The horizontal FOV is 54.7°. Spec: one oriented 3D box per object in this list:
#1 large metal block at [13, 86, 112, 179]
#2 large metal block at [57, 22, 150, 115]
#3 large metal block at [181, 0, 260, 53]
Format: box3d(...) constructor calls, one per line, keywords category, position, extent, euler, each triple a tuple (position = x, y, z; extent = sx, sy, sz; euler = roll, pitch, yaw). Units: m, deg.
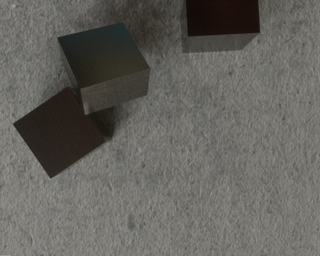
box3d(category="large metal block", position=(-0.120, 0.005, 0.395), extent=(0.080, 0.050, 0.080), euler=(-34, 91, 1))
box3d(category="large metal block", position=(-0.067, -0.073, 0.371), extent=(0.081, 0.050, 0.080), euler=(-20, 64, -18))
box3d(category="large metal block", position=(0.070, -0.129, 0.383), extent=(0.081, 0.080, 0.050), euler=(-3, 90, -1))
